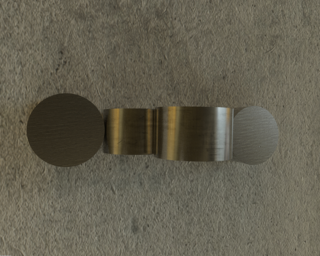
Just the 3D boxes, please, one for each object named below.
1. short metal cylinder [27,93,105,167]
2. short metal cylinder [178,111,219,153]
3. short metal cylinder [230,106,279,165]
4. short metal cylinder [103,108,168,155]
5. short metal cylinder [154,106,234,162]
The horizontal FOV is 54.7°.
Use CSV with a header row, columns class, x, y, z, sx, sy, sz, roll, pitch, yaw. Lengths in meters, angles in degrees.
class,x,y,z,sx,sy,sz,roll,pitch,yaw
short metal cylinder,-0.109,0.002,0.357,0.081,0.050,0.080,0,90,-21
short metal cylinder,0.048,0.005,0.399,0.081,0.080,0.050,0,89,-20
short metal cylinder,0.119,0.010,0.440,0.081,0.050,0.080,0,91,-21
short metal cylinder,-0.028,0.004,0.371,0.081,0.080,0.050,0,90,-20
short metal cylinder,0.034,0.005,0.320,0.081,0.080,0.050,1,91,-20
